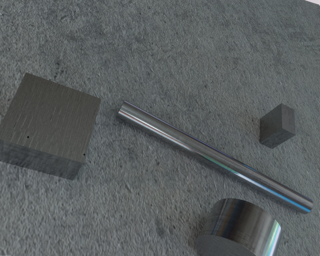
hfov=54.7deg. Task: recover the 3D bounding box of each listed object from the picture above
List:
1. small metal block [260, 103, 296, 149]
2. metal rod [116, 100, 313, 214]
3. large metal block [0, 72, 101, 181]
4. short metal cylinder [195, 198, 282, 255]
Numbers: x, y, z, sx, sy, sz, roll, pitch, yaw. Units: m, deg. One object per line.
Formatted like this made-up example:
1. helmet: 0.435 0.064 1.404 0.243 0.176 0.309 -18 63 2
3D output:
1. small metal block: 0.184 -0.003 0.488 0.025 0.050 0.050 24 53 -14
2. metal rod: 0.081 0.044 0.419 0.301 0.025 0.025 28 52 -11
3. large metal block: -0.116 0.000 0.326 0.080 0.050 0.080 19 54 -17
4. short metal cylinder: 0.086 0.124 0.339 0.080 0.080 0.050 40 51 -1
